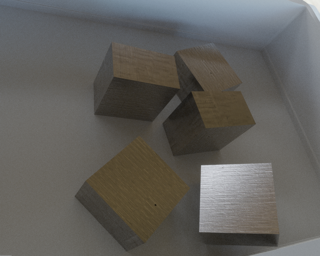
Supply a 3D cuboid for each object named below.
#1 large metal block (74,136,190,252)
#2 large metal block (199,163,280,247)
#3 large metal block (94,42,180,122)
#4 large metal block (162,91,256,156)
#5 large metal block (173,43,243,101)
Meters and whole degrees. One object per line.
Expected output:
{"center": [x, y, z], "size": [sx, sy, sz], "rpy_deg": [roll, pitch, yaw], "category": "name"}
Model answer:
{"center": [-0.029, 0.069, 0.333], "size": [0.080, 0.050, 0.080], "rpy_deg": [46, 51, 3], "category": "large metal block"}
{"center": [0.091, 0.089, 0.361], "size": [0.080, 0.050, 0.080], "rpy_deg": [-4, 55, 15], "category": "large metal block"}
{"center": [-0.032, -0.053, 0.387], "size": [0.081, 0.080, 0.050], "rpy_deg": [7, 59, -25], "category": "large metal block"}
{"center": [0.062, -0.006, 0.409], "size": [0.081, 0.080, 0.050], "rpy_deg": [-4, 64, -31], "category": "large metal block"}
{"center": [0.064, -0.077, 0.473], "size": [0.081, 0.050, 0.080], "rpy_deg": [-23, 75, -37], "category": "large metal block"}
